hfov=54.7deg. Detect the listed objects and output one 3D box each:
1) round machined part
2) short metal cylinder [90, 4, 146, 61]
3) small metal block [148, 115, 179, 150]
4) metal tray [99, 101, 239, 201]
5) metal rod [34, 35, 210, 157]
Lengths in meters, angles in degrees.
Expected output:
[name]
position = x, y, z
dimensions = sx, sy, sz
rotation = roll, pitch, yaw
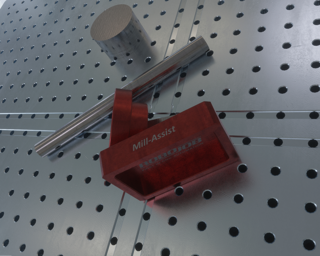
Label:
[round machined part]
position = -0.041, 0.000, 0.395
dimensions = 0.042, 0.097, 0.098
rotation = 6, 58, -9
[short metal cylinder]
position = -0.071, -0.163, 0.529
dimensions = 0.080, 0.050, 0.080
rotation = -13, 56, 21
[small metal block]
position = 0.008, 0.014, 0.396
dimensions = 0.050, 0.025, 0.050
rotation = -12, 57, 21
[metal tray]
position = 0.012, 0.031, 0.340
dimensions = 0.130, 0.090, 0.030
rotation = -26, 53, 12
[metal rod]
position = -0.061, -0.044, 0.467
dimensions = 0.300, 0.025, 0.025
rotation = -32, 52, 7
